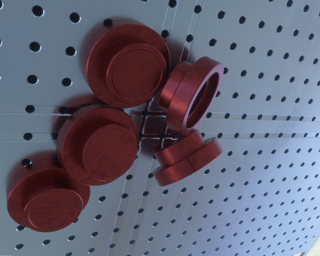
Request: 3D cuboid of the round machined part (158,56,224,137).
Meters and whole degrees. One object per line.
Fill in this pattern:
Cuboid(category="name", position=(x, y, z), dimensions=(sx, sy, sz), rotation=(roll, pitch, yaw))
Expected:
Cuboid(category="round machined part", position=(0.034, -0.042, 0.375), dimensions=(0.098, 0.042, 0.098), rotation=(-51, 160, -26))

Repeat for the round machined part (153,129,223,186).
Cuboid(category="round machined part", position=(0.032, 0.036, 0.418), dimensions=(0.098, 0.098, 0.042), rotation=(-30, 89, -10))

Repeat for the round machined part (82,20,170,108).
Cuboid(category="round machined part", position=(-0.032, -0.065, 0.343), dimensions=(0.099, 0.042, 0.097), rotation=(-14, 124, -21))

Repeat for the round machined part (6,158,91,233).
Cuboid(category="round machined part", position=(-0.134, 0.089, 0.383), dimensions=(0.099, 0.042, 0.097), rotation=(-14, 125, -21))

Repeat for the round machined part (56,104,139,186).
Cuboid(category="round machined part", position=(-0.066, 0.023, 0.364), dimensions=(0.099, 0.042, 0.097), rotation=(-13, 112, -33))
